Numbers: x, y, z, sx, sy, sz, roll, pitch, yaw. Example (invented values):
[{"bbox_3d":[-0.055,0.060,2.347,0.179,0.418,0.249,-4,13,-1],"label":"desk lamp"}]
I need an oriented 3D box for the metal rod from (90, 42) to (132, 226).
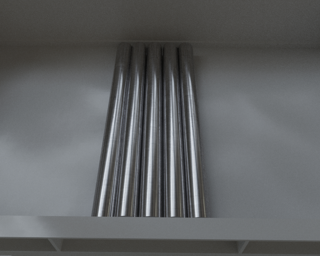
[{"bbox_3d":[-0.059,-0.018,0.418,0.025,0.025,0.300,0,50,0],"label":"metal rod"}]

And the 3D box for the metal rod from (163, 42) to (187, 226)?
[{"bbox_3d":[0.016,-0.018,0.418,0.025,0.025,0.300,0,50,0],"label":"metal rod"}]

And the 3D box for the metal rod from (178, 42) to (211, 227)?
[{"bbox_3d":[0.041,-0.017,0.418,0.025,0.025,0.300,0,50,0],"label":"metal rod"}]

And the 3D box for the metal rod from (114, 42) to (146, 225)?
[{"bbox_3d":[-0.035,-0.018,0.418,0.025,0.025,0.300,0,50,0],"label":"metal rod"}]

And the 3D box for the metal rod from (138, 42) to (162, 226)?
[{"bbox_3d":[-0.009,-0.018,0.418,0.025,0.025,0.300,0,50,0],"label":"metal rod"}]
